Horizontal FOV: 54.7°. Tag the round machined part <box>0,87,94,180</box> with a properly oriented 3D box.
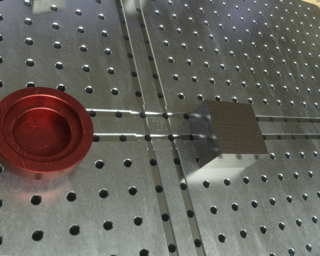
[{"bbox_3d":[-0.124,0.008,0.325,0.099,0.042,0.098,14,56,-21],"label":"round machined part"}]

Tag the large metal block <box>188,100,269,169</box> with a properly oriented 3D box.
[{"bbox_3d":[0.094,0.010,0.436,0.081,0.050,0.080,3,61,-27],"label":"large metal block"}]
